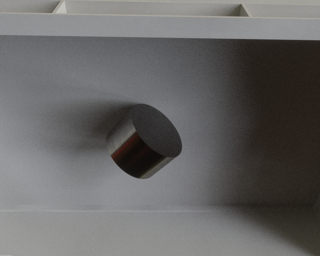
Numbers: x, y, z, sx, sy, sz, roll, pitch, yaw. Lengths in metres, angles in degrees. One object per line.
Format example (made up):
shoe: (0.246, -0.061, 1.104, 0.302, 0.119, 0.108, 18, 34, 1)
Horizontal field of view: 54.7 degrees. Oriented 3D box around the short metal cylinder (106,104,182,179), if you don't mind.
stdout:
short metal cylinder: (-0.019, 0.016, 0.387, 0.080, 0.080, 0.050, 33, 123, -25)
